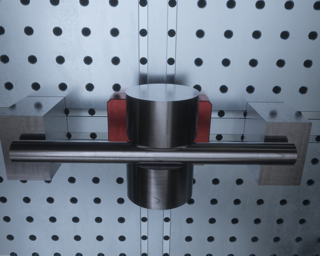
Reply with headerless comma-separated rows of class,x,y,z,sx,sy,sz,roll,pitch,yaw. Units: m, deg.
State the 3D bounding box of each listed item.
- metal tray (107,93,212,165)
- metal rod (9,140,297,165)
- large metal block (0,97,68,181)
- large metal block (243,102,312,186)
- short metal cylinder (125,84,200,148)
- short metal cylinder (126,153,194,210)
metal tray,-0.001,0.002,0.411,0.131,0.030,0.089,1,110,-1
metal rod,-0.006,0.027,0.337,0.302,0.025,0.025,1,110,-1
large metal block,-0.152,0.010,0.385,0.050,0.080,0.079,1,110,0
large metal block,0.141,0.017,0.390,0.050,0.080,0.079,1,110,0
short metal cylinder,0.002,-0.017,0.346,0.081,0.080,0.050,1,110,-1
short metal cylinder,0.000,0.054,0.372,0.081,0.080,0.050,1,110,-1
